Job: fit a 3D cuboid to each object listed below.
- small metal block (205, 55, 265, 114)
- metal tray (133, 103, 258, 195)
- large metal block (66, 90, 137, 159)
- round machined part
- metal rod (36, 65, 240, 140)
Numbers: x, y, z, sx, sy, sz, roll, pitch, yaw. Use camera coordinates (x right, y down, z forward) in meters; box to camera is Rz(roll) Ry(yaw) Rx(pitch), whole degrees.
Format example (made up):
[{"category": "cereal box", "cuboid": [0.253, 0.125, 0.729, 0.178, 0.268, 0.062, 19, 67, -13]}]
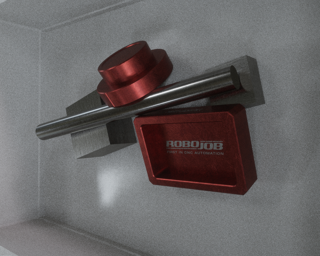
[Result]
[{"category": "small metal block", "cuboid": [0.081, -0.045, 0.337, 0.050, 0.025, 0.050, -15, 81, 38]}, {"category": "metal tray", "cuboid": [0.036, 0.023, 0.352, 0.130, 0.030, 0.089, -2, 108, 39]}, {"category": "large metal block", "cuboid": [-0.088, -0.004, 0.458, 0.080, 0.050, 0.080, -23, 76, 37]}, {"category": "round machined part", "cuboid": [-0.037, -0.072, 0.383, 0.098, 0.098, 0.042, -6, 127, 39]}, {"category": "metal rod", "cuboid": [-0.050, -0.022, 0.386, 0.300, 0.025, 0.025, -13, 82, 31]}]
